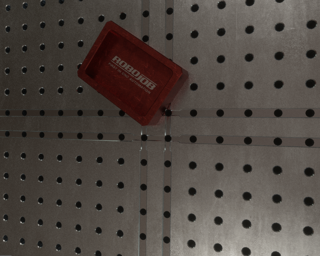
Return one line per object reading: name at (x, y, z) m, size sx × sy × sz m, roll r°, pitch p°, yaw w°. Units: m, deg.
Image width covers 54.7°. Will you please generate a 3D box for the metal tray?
metal tray at (-0.039, -0.074, 0.422) m, size 0.130 × 0.030 × 0.090 m, roll 37°, pitch 101°, yaw 15°
